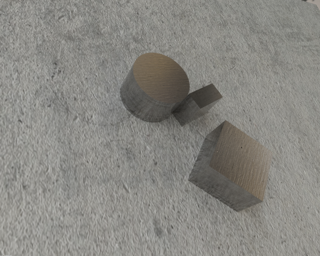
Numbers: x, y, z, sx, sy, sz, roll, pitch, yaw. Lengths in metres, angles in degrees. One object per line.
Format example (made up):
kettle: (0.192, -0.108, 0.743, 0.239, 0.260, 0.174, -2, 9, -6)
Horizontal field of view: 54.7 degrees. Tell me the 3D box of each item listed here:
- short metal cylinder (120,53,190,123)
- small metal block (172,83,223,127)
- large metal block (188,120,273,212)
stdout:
short metal cylinder: (-0.007, -0.054, 0.418, 0.081, 0.050, 0.080, 14, 56, -21)
small metal block: (0.052, -0.032, 0.438, 0.050, 0.050, 0.025, -27, 77, -37)
large metal block: (0.095, 0.050, 0.410, 0.080, 0.050, 0.080, 34, 51, -7)
